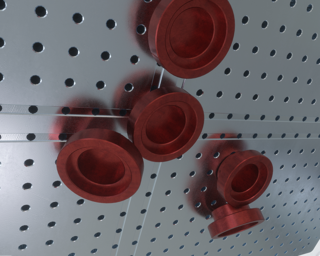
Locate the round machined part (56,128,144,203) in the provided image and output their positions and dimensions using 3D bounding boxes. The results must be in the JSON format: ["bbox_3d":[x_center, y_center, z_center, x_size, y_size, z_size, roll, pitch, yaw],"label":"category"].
[{"bbox_3d":[-0.067,0.040,0.370,0.098,0.042,0.097,3,124,5],"label":"round machined part"}]

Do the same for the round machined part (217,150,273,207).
[{"bbox_3d":[0.136,0.079,0.519,0.099,0.042,0.097,-12,119,-22],"label":"round machined part"}]

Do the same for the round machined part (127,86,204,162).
[{"bbox_3d":[0.004,-0.008,0.396,0.099,0.042,0.097,-14,124,-21],"label":"round machined part"}]

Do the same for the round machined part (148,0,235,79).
[{"bbox_3d":[0.031,-0.109,0.349,0.099,0.042,0.097,-14,124,-21],"label":"round machined part"}]

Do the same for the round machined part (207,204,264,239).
[{"bbox_3d":[0.131,0.160,0.553,0.099,0.042,0.098,-14,152,-8],"label":"round machined part"}]
